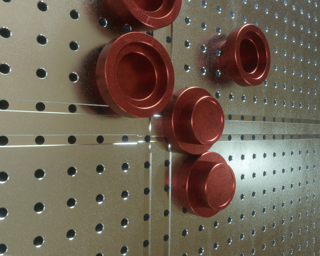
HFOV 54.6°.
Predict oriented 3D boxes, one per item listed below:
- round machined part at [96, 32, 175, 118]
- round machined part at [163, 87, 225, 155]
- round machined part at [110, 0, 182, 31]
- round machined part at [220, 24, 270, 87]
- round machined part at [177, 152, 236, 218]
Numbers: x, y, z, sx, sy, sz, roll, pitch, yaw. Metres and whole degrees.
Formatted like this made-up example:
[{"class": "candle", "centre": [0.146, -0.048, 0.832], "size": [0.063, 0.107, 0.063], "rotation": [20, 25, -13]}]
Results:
[{"class": "round machined part", "centre": [-0.033, -0.060, 0.370], "size": [0.099, 0.042, 0.097], "rotation": [0, 90, -40]}, {"class": "round machined part", "centre": [0.055, -0.010, 0.443], "size": [0.099, 0.042, 0.097], "rotation": [0, 90, -40]}, {"class": "round machined part", "centre": [-0.023, -0.167, 0.378], "size": [0.099, 0.042, 0.097], "rotation": [0, 90, -40]}, {"class": "round machined part", "centre": [0.137, -0.116, 0.511], "size": [0.099, 0.042, 0.097], "rotation": [0, 90, -40]}, {"class": "round machined part", "centre": [0.075, 0.084, 0.460], "size": [0.099, 0.042, 0.097], "rotation": [0, 90, -40]}]
